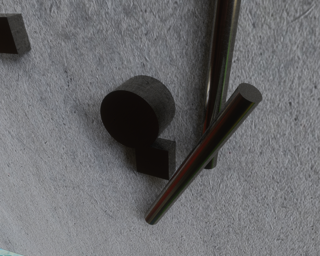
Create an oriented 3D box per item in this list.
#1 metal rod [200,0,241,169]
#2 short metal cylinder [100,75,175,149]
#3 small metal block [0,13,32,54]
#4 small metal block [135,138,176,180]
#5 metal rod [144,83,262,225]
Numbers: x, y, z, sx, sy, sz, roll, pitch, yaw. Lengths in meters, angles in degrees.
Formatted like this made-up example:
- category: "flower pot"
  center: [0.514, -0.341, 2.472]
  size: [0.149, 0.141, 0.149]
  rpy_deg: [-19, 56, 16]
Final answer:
- category: "metal rod"
  center: [0.064, -0.080, 0.323]
  size: [0.025, 0.025, 0.298]
  rpy_deg: [15, 125, 20]
- category: "short metal cylinder"
  center: [-0.027, -0.021, 0.392]
  size: [0.080, 0.050, 0.079]
  rpy_deg: [13, 124, 21]
- category: "small metal block"
  center: [-0.217, -0.134, 0.438]
  size: [0.050, 0.025, 0.050]
  rpy_deg: [9, 123, 23]
- category: "small metal block"
  center: [-0.006, 0.041, 0.435]
  size: [0.050, 0.025, 0.050]
  rpy_deg: [12, 124, 21]
- category: "metal rod"
  center: [0.035, 0.057, 0.396]
  size: [0.025, 0.025, 0.298]
  rpy_deg: [34, 137, 5]
